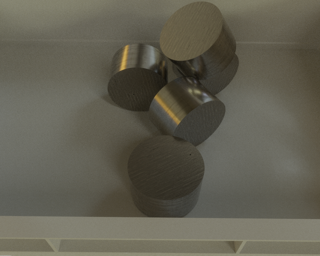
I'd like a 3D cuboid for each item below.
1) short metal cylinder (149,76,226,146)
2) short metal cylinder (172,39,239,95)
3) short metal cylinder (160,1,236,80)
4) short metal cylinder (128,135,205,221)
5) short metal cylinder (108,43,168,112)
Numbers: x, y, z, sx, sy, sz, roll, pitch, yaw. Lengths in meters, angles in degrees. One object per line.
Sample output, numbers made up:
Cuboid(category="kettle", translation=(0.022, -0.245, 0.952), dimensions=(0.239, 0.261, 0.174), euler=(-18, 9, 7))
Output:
Cuboid(category="short metal cylinder", translation=(0.033, -0.017, 0.385), dimensions=(0.081, 0.080, 0.050), euler=(-26, 55, -21))
Cuboid(category="short metal cylinder", translation=(0.065, -0.089, 0.445), dimensions=(0.081, 0.080, 0.050), euler=(-22, 54, -18))
Cuboid(category="short metal cylinder", translation=(0.047, -0.106, 0.382), dimensions=(0.080, 0.050, 0.080), euler=(-12, 65, 27))
Cuboid(category="short metal cylinder", translation=(0.006, 0.055, 0.343), dimensions=(0.081, 0.050, 0.080), euler=(0, 50, 0))
Cuboid(category="short metal cylinder", translation=(-0.029, -0.068, 0.426), dimensions=(0.081, 0.080, 0.050), euler=(0, 50, 0))
